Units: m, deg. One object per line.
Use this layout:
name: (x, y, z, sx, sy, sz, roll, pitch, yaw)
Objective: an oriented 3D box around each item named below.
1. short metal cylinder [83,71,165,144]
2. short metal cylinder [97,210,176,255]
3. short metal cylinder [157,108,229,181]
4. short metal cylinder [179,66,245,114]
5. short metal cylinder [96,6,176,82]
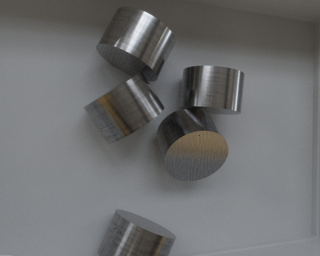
short metal cylinder: (-0.042, -0.025, 0.367, 0.080, 0.080, 0.050, -35, 102, -17)
short metal cylinder: (-0.027, 0.139, 0.372, 0.080, 0.080, 0.050, 27, 81, -19)
short metal cylinder: (0.040, 0.021, 0.393, 0.081, 0.050, 0.079, -7, 127, -9)
short metal cylinder: (0.068, -0.047, 0.408, 0.081, 0.080, 0.050, 7, 88, -20)
short metal cylinder: (-0.028, -0.098, 0.372, 0.080, 0.080, 0.050, 29, 81, -18)
